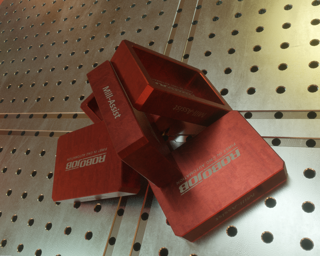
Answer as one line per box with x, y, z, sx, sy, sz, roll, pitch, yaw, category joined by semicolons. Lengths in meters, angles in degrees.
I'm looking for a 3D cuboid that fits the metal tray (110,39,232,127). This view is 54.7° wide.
0.016;-0.049;0.362;0.030;0.131;0.090;-53;46;28;metal tray

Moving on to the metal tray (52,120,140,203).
-0.082;0.043;0.389;0.130;0.030;0.090;-17;65;36;metal tray

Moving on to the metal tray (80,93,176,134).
-0.048;-0.025;0.443;0.090;0.030;0.130;-45;51;-4;metal tray

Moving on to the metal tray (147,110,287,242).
0.058;0.050;0.342;0.130;0.030;0.090;-35;51;4;metal tray

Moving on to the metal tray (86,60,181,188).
-0.030;-0.006;0.345;0.030;0.090;0.130;-33;52;6;metal tray
